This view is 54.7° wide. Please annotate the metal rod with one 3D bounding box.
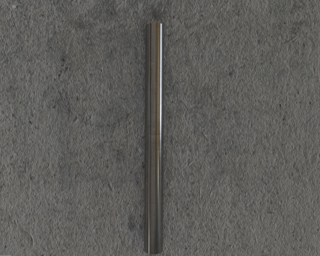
[{"bbox_3d":[-0.008,0.014,0.411,0.025,0.025,0.298,0,90,-1],"label":"metal rod"}]
